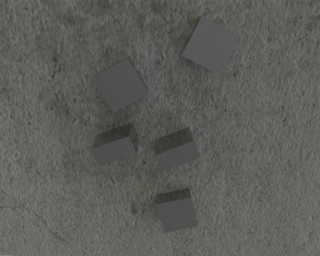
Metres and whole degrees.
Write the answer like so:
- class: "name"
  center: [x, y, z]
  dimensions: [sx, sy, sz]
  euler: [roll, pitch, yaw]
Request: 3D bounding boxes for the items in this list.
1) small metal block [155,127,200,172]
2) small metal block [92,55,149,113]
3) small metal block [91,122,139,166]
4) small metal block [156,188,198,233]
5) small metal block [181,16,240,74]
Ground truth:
- class: "small metal block"
  center: [0.022, 0.027, 0.407]
  dimensions: [0.050, 0.050, 0.025]
  euler: [-21, 109, 7]
- class: "small metal block"
  center: [-0.048, -0.055, 0.389]
  dimensions: [0.050, 0.025, 0.050]
  euler: [-27, 108, 9]
- class: "small metal block"
  center: [-0.057, 0.020, 0.403]
  dimensions: [0.050, 0.050, 0.025]
  euler: [-19, 109, 6]
- class: "small metal block"
  center: [0.025, 0.121, 0.455]
  dimensions: [0.050, 0.025, 0.050]
  euler: [-12, 110, 4]
- class: "small metal block"
  center: [0.059, -0.100, 0.374]
  dimensions: [0.050, 0.025, 0.050]
  euler: [25, 108, -9]
